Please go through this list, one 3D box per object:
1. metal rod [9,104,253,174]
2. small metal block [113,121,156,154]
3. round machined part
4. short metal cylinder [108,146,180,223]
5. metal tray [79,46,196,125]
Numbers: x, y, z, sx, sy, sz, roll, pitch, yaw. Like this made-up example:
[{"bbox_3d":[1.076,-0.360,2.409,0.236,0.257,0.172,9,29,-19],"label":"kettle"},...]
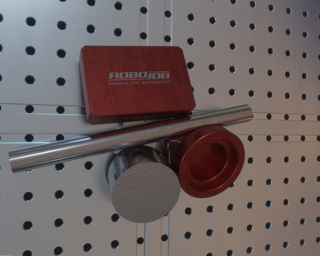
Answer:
[{"bbox_3d":[-0.018,0.008,0.379,0.303,0.025,0.025,-12,94,-20],"label":"metal rod"},{"bbox_3d":[-0.033,0.015,0.410,0.050,0.025,0.050,19,84,-20],"label":"small metal block"},{"bbox_3d":[0.061,0.041,0.415,0.099,0.042,0.097,-10,116,-20],"label":"round machined part"},{"bbox_3d":[-0.021,0.068,0.380,0.081,0.050,0.079,-5,110,-13],"label":"short metal cylinder"},{"bbox_3d":[-0.028,-0.056,0.385,0.131,0.030,0.090,-5,73,-21],"label":"metal tray"}]
